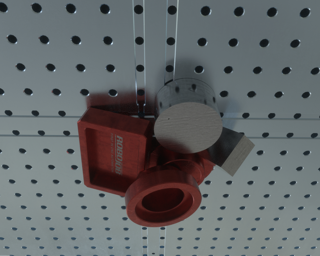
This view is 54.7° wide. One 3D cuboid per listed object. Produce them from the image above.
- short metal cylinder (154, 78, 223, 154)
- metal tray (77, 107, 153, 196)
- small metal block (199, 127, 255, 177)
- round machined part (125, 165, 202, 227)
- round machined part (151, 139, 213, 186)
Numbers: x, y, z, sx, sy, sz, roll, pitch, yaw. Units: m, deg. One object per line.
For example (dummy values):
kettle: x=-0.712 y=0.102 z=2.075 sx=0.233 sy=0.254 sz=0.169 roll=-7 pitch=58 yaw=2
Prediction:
short metal cylinder: x=0.033 y=-0.014 z=0.383 sx=0.081 sy=0.050 sz=0.079 roll=0 pitch=130 yaw=0
metal tray: x=-0.061 y=0.039 z=0.427 sx=0.090 sy=0.030 sz=0.129 roll=13 pitch=130 yaw=7
small metal block: x=0.087 y=0.029 z=0.409 sx=0.025 sy=0.050 sz=0.050 roll=39 pitch=85 yaw=-28
round machined part: x=0.002 y=0.087 z=0.412 sx=0.099 sy=0.042 sz=0.097 roll=-7 pitch=133 yaw=-8
round machined part: x=0.029 y=0.054 z=0.446 sx=0.099 sy=0.042 sz=0.097 roll=-1 pitch=130 yaw=0
